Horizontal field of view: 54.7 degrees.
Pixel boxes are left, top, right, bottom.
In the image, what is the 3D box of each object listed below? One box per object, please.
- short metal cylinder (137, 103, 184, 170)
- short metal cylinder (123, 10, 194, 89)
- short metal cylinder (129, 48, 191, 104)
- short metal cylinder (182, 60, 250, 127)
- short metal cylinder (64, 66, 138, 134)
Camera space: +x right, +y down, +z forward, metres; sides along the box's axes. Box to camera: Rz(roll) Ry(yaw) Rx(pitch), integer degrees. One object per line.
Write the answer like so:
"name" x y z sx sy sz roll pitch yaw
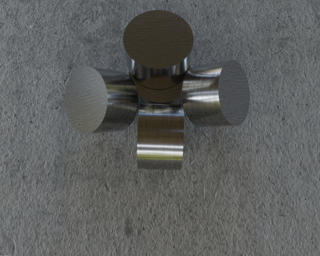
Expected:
"short metal cylinder" 0.001 0.010 0.375 0.050 0.080 0.080 2 70 0
"short metal cylinder" -0.002 -0.094 0.377 0.081 0.050 0.080 0 70 0
"short metal cylinder" 0.000 -0.060 0.418 0.081 0.050 0.080 0 70 0
"short metal cylinder" 0.072 -0.042 0.390 0.050 0.080 0.080 -2 64 41
"short metal cylinder" -0.074 -0.034 0.386 0.080 0.050 0.079 2 93 38
